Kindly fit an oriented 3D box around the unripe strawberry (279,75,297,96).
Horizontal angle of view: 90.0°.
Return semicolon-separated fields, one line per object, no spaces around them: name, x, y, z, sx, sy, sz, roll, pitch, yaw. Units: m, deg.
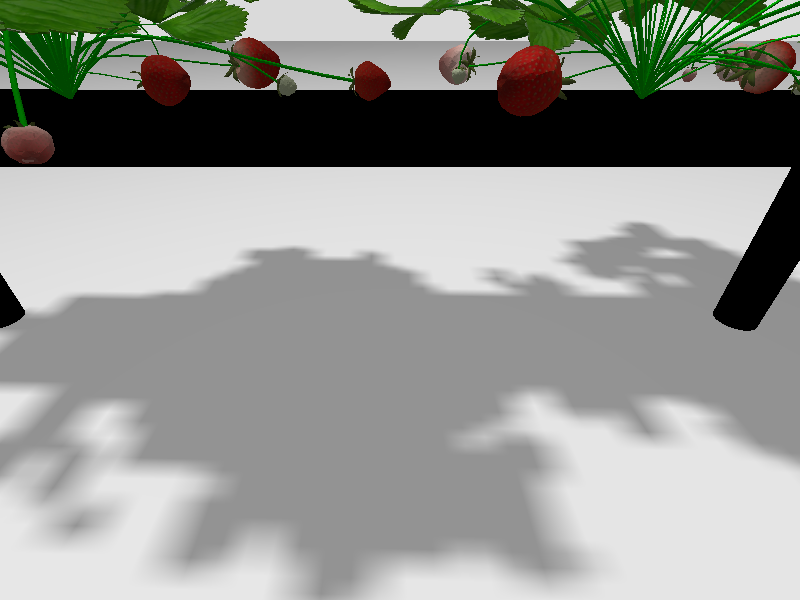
unripe strawberry;-0.090;-0.171;0.320;0.014;0.015;0.013;9;33;-10

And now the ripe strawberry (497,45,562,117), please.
ripe strawberry;0.078;-0.134;0.248;0.040;0.040;0.037;-19;39;-25

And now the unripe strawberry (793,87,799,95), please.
unripe strawberry;0.330;-0.174;0.327;0.014;0.013;0.013;8;32;-14

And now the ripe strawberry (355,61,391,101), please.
ripe strawberry;-0.021;-0.167;0.305;0.027;0.026;0.025;1;34;0

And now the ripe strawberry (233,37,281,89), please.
ripe strawberry;-0.133;-0.221;0.375;0.042;0.041;0.039;-20;39;-28

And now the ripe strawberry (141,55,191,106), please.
ripe strawberry;-0.165;-0.157;0.287;0.033;0.032;0.031;9;35;12

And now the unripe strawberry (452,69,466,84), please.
unripe strawberry;0.047;-0.181;0.324;0.011;0.011;0.011;5;34;7

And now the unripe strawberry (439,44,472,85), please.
unripe strawberry;0.053;-0.226;0.385;0.032;0.033;0.029;21;39;29

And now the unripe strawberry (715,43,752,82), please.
unripe strawberry;0.349;-0.246;0.415;0.036;0.035;0.033;-24;41;-32

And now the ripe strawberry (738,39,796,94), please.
ripe strawberry;0.315;-0.198;0.341;0.041;0.040;0.038;-11;36;-16

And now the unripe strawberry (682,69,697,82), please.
unripe strawberry;0.287;-0.223;0.398;0.013;0.011;0.011;27;43;34

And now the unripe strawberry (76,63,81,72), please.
unripe strawberry;-0.344;-0.247;0.425;0.009;0.010;0.010;-19;38;-25
